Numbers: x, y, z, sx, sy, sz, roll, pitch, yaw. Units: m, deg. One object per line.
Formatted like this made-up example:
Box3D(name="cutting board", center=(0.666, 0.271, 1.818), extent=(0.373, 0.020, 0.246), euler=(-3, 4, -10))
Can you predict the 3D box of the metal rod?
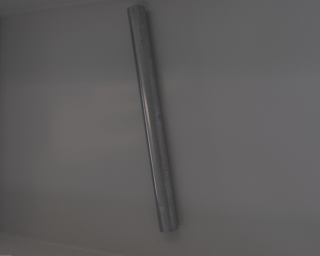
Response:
Box3D(name="metal rod", center=(-0.010, -0.014, 0.414), extent=(0.025, 0.025, 0.299), euler=(-10, 87, 20))
